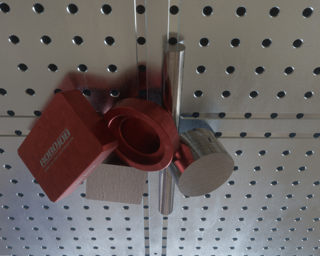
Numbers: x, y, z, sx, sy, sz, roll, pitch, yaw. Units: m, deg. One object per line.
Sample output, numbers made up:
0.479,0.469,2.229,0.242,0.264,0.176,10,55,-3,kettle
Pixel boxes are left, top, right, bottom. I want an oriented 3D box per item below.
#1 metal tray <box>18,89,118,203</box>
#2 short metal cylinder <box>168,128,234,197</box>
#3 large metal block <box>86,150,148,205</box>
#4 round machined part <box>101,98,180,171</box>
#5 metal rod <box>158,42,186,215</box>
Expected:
-0.122,0.025,0.396,0.129,0.030,0.090,-44,80,30,metal tray
0.052,0.047,0.418,0.081,0.050,0.079,-14,132,-15,short metal cylinder
-0.061,0.063,0.448,0.081,0.050,0.079,8,130,-7,large metal block
-0.020,0.004,0.387,0.098,0.042,0.097,16,132,19,round machined part
0.013,0.025,0.434,0.025,0.025,0.298,1,130,-1,metal rod
